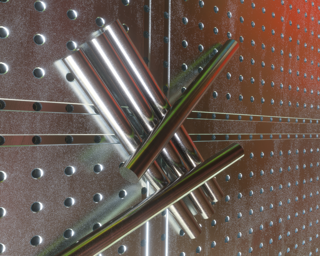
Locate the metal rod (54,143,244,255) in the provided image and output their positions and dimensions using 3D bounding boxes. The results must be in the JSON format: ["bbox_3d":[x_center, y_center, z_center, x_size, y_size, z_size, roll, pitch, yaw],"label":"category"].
[{"bbox_3d":[-0.006,0.093,0.379,0.302,0.025,0.025,-27,108,-28],"label":"metal rod"}]

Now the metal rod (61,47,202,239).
[{"bbox_3d":[-0.022,0.036,0.392,0.025,0.025,0.299,-47,118,-30],"label":"metal rod"}]

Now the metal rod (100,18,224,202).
[{"bbox_3d":[0.015,-0.007,0.423,0.025,0.025,0.299,-48,119,-29],"label":"metal rod"}]

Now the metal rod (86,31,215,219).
[{"bbox_3d":[0.000,0.013,0.411,0.025,0.025,0.299,-47,118,-30],"label":"metal rod"}]

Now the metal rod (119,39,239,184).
[{"bbox_3d":[0.043,-0.042,0.421,0.301,0.025,0.025,-51,121,-37],"label":"metal rod"}]
